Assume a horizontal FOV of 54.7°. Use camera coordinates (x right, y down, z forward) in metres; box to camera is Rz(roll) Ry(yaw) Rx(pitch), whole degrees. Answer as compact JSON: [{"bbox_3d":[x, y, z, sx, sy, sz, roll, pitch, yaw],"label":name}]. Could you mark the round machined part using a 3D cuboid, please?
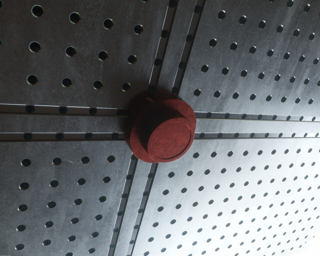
[{"bbox_3d":[0.006,0.007,0.409,0.099,0.042,0.097,-14,125,-21],"label":"round machined part"}]
